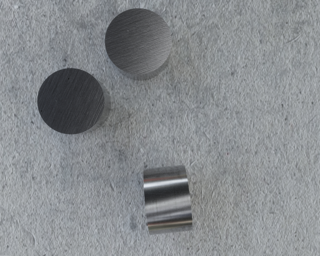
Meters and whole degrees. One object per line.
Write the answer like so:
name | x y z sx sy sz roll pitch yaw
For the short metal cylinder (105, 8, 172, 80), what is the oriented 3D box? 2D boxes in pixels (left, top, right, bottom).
short metal cylinder | -0.026 -0.104 0.397 0.081 0.050 0.080 0 90 0

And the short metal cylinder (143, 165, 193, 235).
short metal cylinder | 0.009 0.088 0.382 0.050 0.080 0.080 -6 90 0

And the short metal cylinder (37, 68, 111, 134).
short metal cylinder | -0.107 -0.032 0.396 0.081 0.050 0.080 0 90 0
